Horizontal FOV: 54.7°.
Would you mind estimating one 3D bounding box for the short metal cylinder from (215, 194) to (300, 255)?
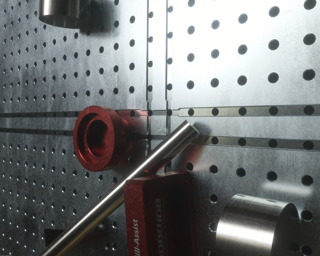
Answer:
[{"bbox_3d":[0.095,0.107,0.295,0.050,0.081,0.079,2,92,40],"label":"short metal cylinder"}]

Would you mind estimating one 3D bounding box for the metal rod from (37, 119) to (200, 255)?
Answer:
[{"bbox_3d":[-0.068,0.099,0.403,0.300,0.025,0.025,-43,63,10],"label":"metal rod"}]

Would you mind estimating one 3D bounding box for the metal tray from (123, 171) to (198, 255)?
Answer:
[{"bbox_3d":[0.004,0.121,0.363,0.030,0.091,0.129,-8,85,40],"label":"metal tray"}]

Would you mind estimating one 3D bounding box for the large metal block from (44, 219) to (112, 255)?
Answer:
[{"bbox_3d":[-0.124,0.186,0.476,0.050,0.081,0.080,-13,82,39],"label":"large metal block"}]

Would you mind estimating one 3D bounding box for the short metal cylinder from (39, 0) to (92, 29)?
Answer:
[{"bbox_3d":[-0.151,-0.195,0.499,0.080,0.081,0.050,6,94,40],"label":"short metal cylinder"}]

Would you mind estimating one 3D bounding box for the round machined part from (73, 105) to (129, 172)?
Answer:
[{"bbox_3d":[-0.085,0.016,0.469,0.098,0.042,0.097,0,90,40],"label":"round machined part"}]
